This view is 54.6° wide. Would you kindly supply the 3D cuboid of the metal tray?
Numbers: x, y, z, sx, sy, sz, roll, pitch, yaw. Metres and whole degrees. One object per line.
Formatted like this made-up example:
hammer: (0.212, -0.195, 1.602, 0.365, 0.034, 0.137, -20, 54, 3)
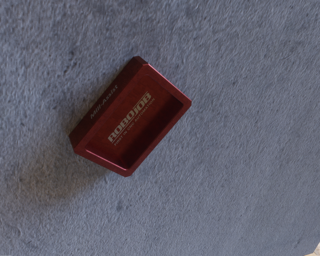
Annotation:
metal tray: (-0.034, -0.010, 0.378, 0.130, 0.030, 0.090, -50, 129, 7)
